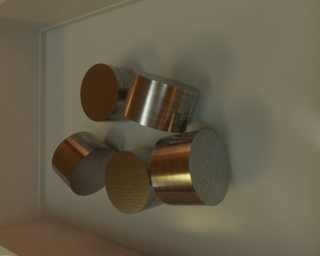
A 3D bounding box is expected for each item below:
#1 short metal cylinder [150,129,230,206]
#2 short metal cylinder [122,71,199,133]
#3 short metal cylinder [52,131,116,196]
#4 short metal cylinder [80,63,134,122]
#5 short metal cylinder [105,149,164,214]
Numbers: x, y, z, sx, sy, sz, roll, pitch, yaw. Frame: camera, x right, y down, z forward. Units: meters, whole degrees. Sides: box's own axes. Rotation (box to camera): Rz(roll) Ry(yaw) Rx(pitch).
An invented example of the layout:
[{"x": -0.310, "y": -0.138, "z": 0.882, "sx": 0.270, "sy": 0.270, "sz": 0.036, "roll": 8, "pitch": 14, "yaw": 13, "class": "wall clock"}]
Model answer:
[{"x": 0.034, "y": 0.044, "z": 0.339, "sx": 0.050, "sy": 0.081, "sz": 0.080, "roll": -12, "pitch": 83, "yaw": 39, "class": "short metal cylinder"}, {"x": 0.001, "y": -0.032, "z": 0.368, "sx": 0.080, "sy": 0.081, "sz": 0.050, "roll": 27, "pitch": 107, "yaw": 36, "class": "short metal cylinder"}, {"x": -0.109, "y": 0.052, "z": 0.455, "sx": 0.050, "sy": 0.081, "sz": 0.079, "roll": 34, "pitch": 111, "yaw": 34, "class": "short metal cylinder"}, {"x": -0.068, "y": -0.048, "z": 0.442, "sx": 0.080, "sy": 0.050, "sz": 0.079, "roll": 0, "pitch": 90, "yaw": 39, "class": "short metal cylinder"}, {"x": -0.027, "y": 0.068, "z": 0.408, "sx": 0.080, "sy": 0.050, "sz": 0.079, "roll": 0, "pitch": 90, "yaw": 39, "class": "short metal cylinder"}]
